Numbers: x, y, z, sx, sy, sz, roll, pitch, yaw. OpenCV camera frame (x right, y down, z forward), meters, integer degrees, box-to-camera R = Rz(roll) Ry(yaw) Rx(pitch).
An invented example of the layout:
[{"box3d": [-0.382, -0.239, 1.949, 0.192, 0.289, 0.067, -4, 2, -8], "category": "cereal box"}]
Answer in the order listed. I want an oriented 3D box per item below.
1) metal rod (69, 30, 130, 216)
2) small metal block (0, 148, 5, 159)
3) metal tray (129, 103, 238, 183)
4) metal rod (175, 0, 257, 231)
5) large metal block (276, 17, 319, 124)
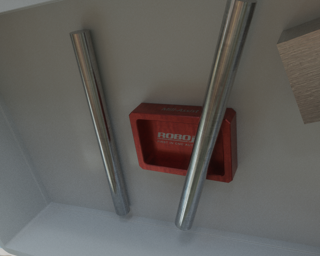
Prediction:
[{"box3d": [-0.082, 0.010, 0.455, 0.025, 0.025, 0.298, 6, 121, 25], "category": "metal rod"}, {"box3d": [-0.347, 0.045, 0.618, 0.050, 0.025, 0.050, -14, 112, 33], "category": "small metal block"}, {"box3d": [0.030, 0.017, 0.398, 0.130, 0.030, 0.089, 5, 121, 25], "category": "metal tray"}, {"box3d": [0.052, 0.011, 0.348, 0.025, 0.025, 0.298, 20, 126, 16], "category": "metal rod"}, {"box3d": [0.159, -0.058, 0.273, 0.080, 0.050, 0.080, -15, 111, 34], "category": "large metal block"}]
